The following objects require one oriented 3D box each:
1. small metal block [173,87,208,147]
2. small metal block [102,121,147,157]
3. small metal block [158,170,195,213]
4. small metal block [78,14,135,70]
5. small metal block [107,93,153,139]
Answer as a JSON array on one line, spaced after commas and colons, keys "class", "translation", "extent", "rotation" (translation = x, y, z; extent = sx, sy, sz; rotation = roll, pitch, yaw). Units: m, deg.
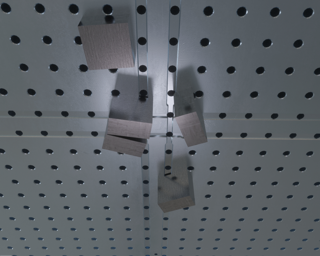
[{"class": "small metal block", "translation": [0.037, -0.014, 0.384], "extent": [0.025, 0.050, 0.050], "rotation": [-16, 128, 13]}, {"class": "small metal block", "translation": [-0.044, 0.006, 0.400], "extent": [0.050, 0.050, 0.025], "rotation": [14, 129, -12]}, {"class": "small metal block", "translation": [0.025, 0.097, 0.478], "extent": [0.050, 0.050, 0.025], "rotation": [-18, 128, 14]}, {"class": "small metal block", "translation": [-0.055, -0.092, 0.333], "extent": [0.050, 0.025, 0.050], "rotation": [-3, 130, 2]}, {"class": "small metal block", "translation": [-0.036, -0.015, 0.382], "extent": [0.050, 0.050, 0.025], "rotation": [7, 130, -6]}]
